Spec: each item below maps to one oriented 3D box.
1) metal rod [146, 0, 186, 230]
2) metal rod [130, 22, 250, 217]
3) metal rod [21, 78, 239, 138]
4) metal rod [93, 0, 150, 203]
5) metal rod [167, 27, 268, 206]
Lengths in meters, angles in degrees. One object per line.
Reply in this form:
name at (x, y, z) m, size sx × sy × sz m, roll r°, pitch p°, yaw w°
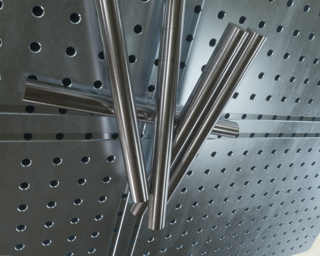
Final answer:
metal rod at (0.005, -0.009, 0.376) m, size 0.025 × 0.025 × 0.298 m, roll -5°, pitch 111°, yaw -26°
metal rod at (0.025, 0.009, 0.401) m, size 0.025 × 0.025 × 0.298 m, roll 7°, pitch 125°, yaw -32°
metal rod at (-0.013, -0.018, 0.394) m, size 0.302 × 0.025 × 0.025 m, roll 9°, pitch 114°, yaw -33°
metal rod at (-0.042, -0.045, 0.334) m, size 0.025 × 0.025 × 0.298 m, roll -17°, pitch 117°, yaw -19°
metal rod at (0.051, 0.010, 0.414) m, size 0.025 × 0.025 × 0.298 m, roll 6°, pitch 126°, yaw -31°
